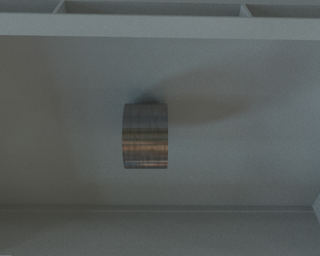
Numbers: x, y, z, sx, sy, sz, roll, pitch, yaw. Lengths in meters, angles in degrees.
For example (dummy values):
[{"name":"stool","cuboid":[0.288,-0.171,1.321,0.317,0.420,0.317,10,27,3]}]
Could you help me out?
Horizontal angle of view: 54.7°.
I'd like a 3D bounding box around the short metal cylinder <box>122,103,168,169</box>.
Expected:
[{"name":"short metal cylinder","cuboid":[-0.017,0.010,0.378,0.050,0.080,0.079,0,130,-1]}]
